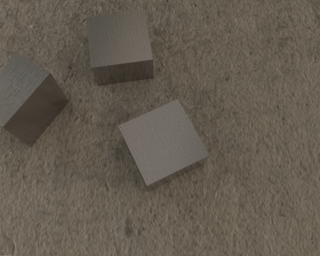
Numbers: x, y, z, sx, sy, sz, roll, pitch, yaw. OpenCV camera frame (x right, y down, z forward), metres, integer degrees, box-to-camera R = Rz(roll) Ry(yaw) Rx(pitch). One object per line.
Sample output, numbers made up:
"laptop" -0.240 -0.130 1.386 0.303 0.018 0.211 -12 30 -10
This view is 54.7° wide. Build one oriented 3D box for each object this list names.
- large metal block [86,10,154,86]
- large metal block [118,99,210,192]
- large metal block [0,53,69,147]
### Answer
"large metal block" -0.055 -0.111 0.435 0.081 0.050 0.080 -8 70 -4
"large metal block" 0.004 0.023 0.387 0.080 0.050 0.080 -25 72 -9
"large metal block" -0.170 -0.032 0.388 0.050 0.080 0.080 31 73 10
